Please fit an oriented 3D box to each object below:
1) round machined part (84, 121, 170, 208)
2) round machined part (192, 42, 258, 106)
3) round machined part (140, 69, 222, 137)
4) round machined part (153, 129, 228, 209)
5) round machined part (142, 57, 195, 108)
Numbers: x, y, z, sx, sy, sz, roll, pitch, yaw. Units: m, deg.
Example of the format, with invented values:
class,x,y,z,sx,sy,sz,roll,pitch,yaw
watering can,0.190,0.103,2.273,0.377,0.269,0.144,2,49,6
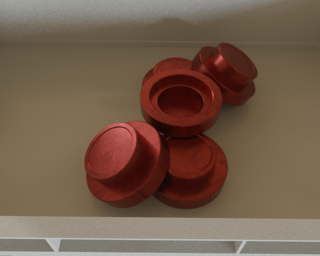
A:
class,x,y,z,sx,sy,sz,roll,pitch,yaw
round machined part,-0.042,0.033,0.336,0.098,0.042,0.098,-18,50,23
round machined part,0.097,-0.081,0.434,0.099,0.042,0.098,22,43,-22
round machined part,0.025,-0.026,0.386,0.099,0.042,0.098,0,50,0
round machined part,0.030,0.040,0.359,0.099,0.042,0.098,0,50,0
round machined part,0.024,-0.065,0.446,0.099,0.042,0.098,0,50,0
